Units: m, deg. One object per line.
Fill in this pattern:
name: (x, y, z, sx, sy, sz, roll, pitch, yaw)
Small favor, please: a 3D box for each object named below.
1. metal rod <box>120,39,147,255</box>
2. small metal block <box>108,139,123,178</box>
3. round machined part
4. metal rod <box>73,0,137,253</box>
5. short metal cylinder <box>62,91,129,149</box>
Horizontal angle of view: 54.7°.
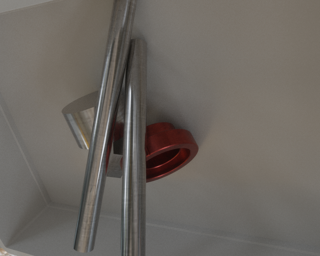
metal rod: (-0.027, 0.046, 0.328, 0.025, 0.025, 0.299, -9, 73, 32)
small metal block: (-0.062, 0.035, 0.442, 0.025, 0.050, 0.050, 11, 132, -21)
round machined part: (-0.005, 0.029, 0.392, 0.097, 0.099, 0.042, -49, 56, 39)
metal rod: (-0.064, -0.002, 0.354, 0.025, 0.025, 0.298, 14, 98, 20)
short metal cylinder: (-0.079, -0.015, 0.404, 0.080, 0.080, 0.050, -6, 116, 30)
